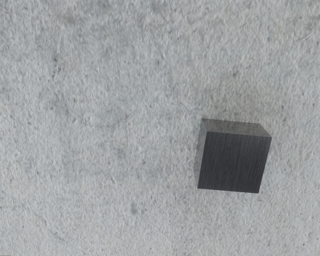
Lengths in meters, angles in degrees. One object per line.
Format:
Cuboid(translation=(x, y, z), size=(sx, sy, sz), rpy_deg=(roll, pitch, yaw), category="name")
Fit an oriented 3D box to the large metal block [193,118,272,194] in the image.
Cuboid(translation=(0.092, 0.036, 0.411), size=(0.081, 0.050, 0.079), rpy_deg=(5, 110, -3), category="large metal block")
